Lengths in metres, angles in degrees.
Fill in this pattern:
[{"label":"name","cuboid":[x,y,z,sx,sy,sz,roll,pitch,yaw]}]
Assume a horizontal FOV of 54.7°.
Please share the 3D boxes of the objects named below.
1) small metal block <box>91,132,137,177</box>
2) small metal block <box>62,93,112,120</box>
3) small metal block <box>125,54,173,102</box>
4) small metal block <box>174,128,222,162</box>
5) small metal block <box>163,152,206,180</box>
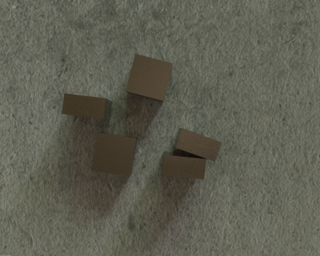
[{"label":"small metal block","cuboid":[-0.060,0.034,0.409,0.050,0.025,0.050,9,90,-1]},{"label":"small metal block","cuboid":[-0.091,-0.027,0.396,0.050,0.050,0.025,7,90,-1]},{"label":"small metal block","cuboid":[-0.014,-0.065,0.410,0.050,0.025,0.050,15,90,-1]},{"label":"small metal block","cuboid":[0.047,0.020,0.398,0.050,0.050,0.025,20,90,-1]},{"label":"small metal block","cuboid":[0.029,0.047,0.398,0.050,0.050,0.025,6,90,-1]}]
